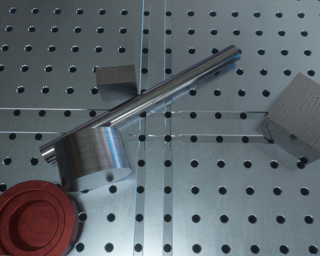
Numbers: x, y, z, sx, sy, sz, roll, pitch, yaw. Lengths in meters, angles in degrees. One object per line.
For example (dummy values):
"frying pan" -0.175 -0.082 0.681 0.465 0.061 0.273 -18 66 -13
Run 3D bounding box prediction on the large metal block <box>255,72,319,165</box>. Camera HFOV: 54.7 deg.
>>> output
"large metal block" 0.187 -0.012 0.405 0.080 0.050 0.080 36 74 12

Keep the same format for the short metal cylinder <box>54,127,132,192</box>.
"short metal cylinder" -0.079 0.038 0.368 0.081 0.080 0.050 -17 71 -6

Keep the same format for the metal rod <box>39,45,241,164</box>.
"metal rod" -0.019 -0.037 0.425 0.302 0.025 0.025 -29 73 -11

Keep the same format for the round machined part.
"round machined part" -0.143 0.112 0.360 0.099 0.042 0.098 0 70 -1

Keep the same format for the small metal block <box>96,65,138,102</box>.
"small metal block" -0.057 -0.060 0.420 0.050 0.050 0.025 -6 70 -3
